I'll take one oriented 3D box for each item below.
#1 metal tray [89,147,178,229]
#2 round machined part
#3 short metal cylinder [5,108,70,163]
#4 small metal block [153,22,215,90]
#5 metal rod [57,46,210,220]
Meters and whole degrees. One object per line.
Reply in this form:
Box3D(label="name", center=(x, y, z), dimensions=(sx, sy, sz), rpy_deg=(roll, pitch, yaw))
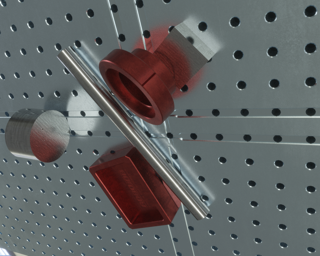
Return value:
Box3D(label="metal tray", center=(-0.041, 0.097, 0.488), dimensions=(0.090, 0.030, 0.130), rpy_deg=(-20, 108, 35))
Box3D(label="round machined part", center=(-0.020, -0.052, 0.358), dimensions=(0.098, 0.042, 0.098), rpy_deg=(38, 162, 15))
Box3D(label="short metal cylinder", center=(-0.187, 0.010, 0.478), dimensions=(0.050, 0.080, 0.079), rpy_deg=(6, 121, 25))
Box3D(label="small metal block", center=(0.024, -0.080, 0.348), dimensions=(0.050, 0.025, 0.050), rpy_deg=(44, 129, -3))
Box3D(label="metal rod", center=(-0.032, 0.012, 0.434), dimensions=(0.025, 0.025, 0.300), rpy_deg=(-34, 100, 38))
